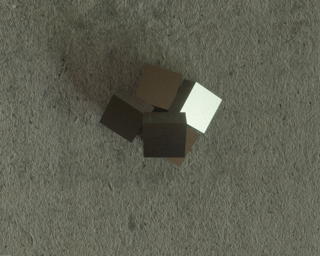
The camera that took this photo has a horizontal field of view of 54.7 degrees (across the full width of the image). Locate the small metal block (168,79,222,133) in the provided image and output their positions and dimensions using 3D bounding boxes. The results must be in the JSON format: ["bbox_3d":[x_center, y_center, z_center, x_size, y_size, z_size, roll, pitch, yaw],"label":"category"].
[{"bbox_3d":[0.045,-0.028,0.401,0.050,0.025,0.050,28,90,-34],"label":"small metal block"}]

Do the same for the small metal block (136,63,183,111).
[{"bbox_3d":[-0.002,-0.053,0.411,0.050,0.025,0.050,17,90,-1],"label":"small metal block"}]

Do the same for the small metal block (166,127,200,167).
[{"bbox_3d":[0.017,0.016,0.412,0.050,0.025,0.050,33,90,-1],"label":"small metal block"}]

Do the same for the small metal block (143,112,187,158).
[{"bbox_3d":[0.005,0.008,0.375,0.050,0.025,0.050,0,123,-1],"label":"small metal block"}]

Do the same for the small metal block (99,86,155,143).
[{"bbox_3d":[-0.043,-0.017,0.399,0.050,0.025,0.050,33,126,-2],"label":"small metal block"}]
